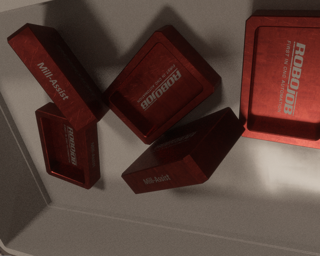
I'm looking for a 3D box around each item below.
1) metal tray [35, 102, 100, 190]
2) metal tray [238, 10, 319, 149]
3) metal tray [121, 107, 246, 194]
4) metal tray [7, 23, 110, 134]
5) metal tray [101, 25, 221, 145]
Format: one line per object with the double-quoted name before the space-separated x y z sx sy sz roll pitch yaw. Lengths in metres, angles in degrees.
"metal tray" -0.146 0.030 0.498 0.090 0.030 0.129 16 125 18
"metal tray" 0.129 -0.047 0.307 0.090 0.030 0.129 9 123 22
"metal tray" 0.022 0.029 0.351 0.030 0.090 0.130 53 143 -10
"metal tray" -0.117 -0.063 0.385 0.030 0.090 0.130 -33 102 9
"metal tray" -0.003 -0.047 0.376 0.090 0.030 0.129 46 129 -5
